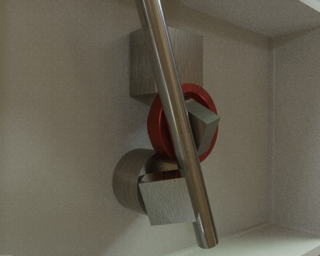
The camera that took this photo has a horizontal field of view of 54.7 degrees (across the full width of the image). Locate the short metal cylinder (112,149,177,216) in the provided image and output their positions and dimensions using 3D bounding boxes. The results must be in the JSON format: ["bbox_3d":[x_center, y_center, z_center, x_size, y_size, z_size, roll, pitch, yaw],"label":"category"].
[{"bbox_3d":[-0.011,0.066,0.382,0.081,0.050,0.079,0,90,-40],"label":"short metal cylinder"}]

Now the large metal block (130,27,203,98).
[{"bbox_3d":[0.009,-0.080,0.396,0.081,0.050,0.079,0,90,-40],"label":"large metal block"}]

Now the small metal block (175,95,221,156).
[{"bbox_3d":[0.036,-0.002,0.358,0.025,0.050,0.050,-25,141,-41],"label":"small metal block"}]

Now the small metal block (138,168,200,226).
[{"bbox_3d":[0.011,0.074,0.331,0.025,0.050,0.050,-47,124,-69],"label":"small metal block"}]

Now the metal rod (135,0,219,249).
[{"bbox_3d":[0.019,-0.007,0.332,0.025,0.025,0.298,-25,106,-38],"label":"metal rod"}]

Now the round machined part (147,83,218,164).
[{"bbox_3d":[0.023,-0.004,0.377,0.099,0.042,0.097,0,90,-40],"label":"round machined part"}]
